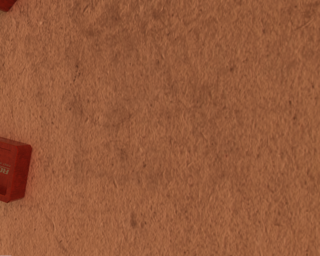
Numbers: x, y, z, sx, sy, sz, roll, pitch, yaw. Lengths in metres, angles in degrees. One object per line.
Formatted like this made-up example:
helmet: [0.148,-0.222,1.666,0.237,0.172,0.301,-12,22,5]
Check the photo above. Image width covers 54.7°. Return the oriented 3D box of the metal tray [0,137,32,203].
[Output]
metal tray: [-0.275,0.059,0.500,0.130,0.030,0.089,12,94,19]

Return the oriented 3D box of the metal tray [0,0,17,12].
metal tray: [-0.239,-0.263,0.488,0.130,0.030,0.090,-42,77,14]
